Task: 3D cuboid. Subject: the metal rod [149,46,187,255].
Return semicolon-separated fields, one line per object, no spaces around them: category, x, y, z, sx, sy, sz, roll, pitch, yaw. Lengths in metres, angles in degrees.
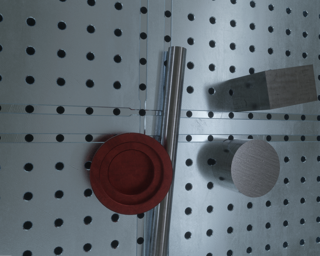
metal rod;0.010;0.041;0.417;0.025;0.025;0.298;6;88;-20

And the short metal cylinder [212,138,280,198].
short metal cylinder;0.123;0.055;0.447;0.081;0.050;0.079;0;90;-21

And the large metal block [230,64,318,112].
large metal block;0.160;-0.055;0.444;0.081;0.080;0.050;-11;94;-20

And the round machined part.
round machined part;-0.036;0.054;0.386;0.099;0.042;0.097;0;89;-11
